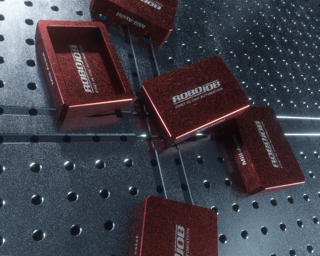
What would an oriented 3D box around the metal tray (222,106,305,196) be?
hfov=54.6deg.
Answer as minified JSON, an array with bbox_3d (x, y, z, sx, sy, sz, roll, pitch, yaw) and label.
[{"bbox_3d":[0.153,0.030,0.468,0.091,0.030,0.130,-2,63,-29],"label":"metal tray"}]

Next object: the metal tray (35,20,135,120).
[{"bbox_3d":[-0.098,-0.079,0.399,0.091,0.030,0.130,-11,67,-33],"label":"metal tray"}]

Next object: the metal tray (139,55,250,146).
[{"bbox_3d":[0.049,-0.041,0.434,0.131,0.030,0.090,-23,74,-20],"label":"metal tray"}]

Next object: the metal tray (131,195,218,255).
[{"bbox_3d":[0.015,0.145,0.324,0.091,0.030,0.130,18,55,-18],"label":"metal tray"}]

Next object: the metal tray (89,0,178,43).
[{"bbox_3d":[-0.038,-0.204,0.508,0.131,0.030,0.090,21,54,-15],"label":"metal tray"}]
